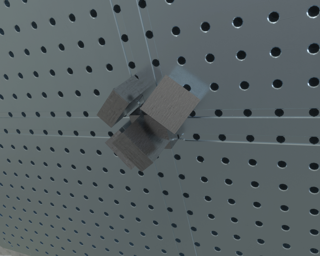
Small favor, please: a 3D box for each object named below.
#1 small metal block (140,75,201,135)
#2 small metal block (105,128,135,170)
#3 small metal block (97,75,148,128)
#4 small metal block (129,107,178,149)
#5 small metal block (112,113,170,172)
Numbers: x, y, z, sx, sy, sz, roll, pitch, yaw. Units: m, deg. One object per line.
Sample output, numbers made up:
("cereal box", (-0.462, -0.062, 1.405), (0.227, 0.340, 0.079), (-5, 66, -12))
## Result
("small metal block", (0.012, -0.027, 0.371), (0.050, 0.025, 0.050), (37, 89, 4))
("small metal block", (-0.047, 0.027, 0.433), (0.025, 0.050, 0.050), (-43, 95, 2))
("small metal block", (-0.048, -0.034, 0.400), (0.025, 0.050, 0.050), (42, 129, 0))
("small metal block", (-0.008, 0.000, 0.415), (0.050, 0.025, 0.050), (0, 118, 27))
("small metal block", (-0.022, 0.017, 0.386), (0.050, 0.050, 0.025), (45, 128, -4))
